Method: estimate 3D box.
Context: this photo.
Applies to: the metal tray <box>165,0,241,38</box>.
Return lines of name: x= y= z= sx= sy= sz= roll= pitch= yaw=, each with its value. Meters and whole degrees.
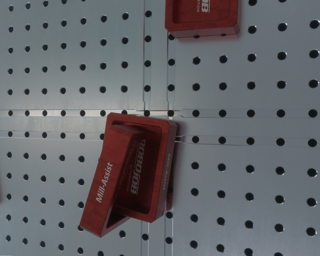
metal tray: x=0.055 y=-0.185 z=0.390 sx=0.090 sy=0.030 sz=0.129 roll=2 pitch=91 yaw=20

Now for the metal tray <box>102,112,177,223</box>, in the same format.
metal tray: x=-0.033 y=0.049 z=0.412 sx=0.090 sy=0.030 sz=0.129 roll=9 pitch=91 yaw=21

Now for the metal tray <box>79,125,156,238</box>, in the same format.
metal tray: x=-0.048 y=0.062 z=0.395 sx=0.030 sy=0.090 sz=0.129 roll=20 pitch=97 yaw=19
